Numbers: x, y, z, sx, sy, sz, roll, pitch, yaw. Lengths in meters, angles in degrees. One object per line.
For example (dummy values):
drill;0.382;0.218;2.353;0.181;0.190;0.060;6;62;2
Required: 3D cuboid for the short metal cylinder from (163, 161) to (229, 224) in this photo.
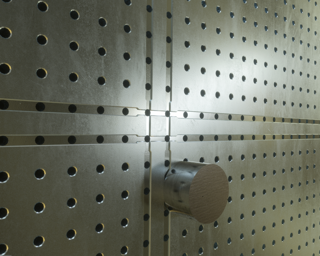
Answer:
short metal cylinder;0.051;0.088;0.435;0.081;0.050;0.080;0;90;-40
